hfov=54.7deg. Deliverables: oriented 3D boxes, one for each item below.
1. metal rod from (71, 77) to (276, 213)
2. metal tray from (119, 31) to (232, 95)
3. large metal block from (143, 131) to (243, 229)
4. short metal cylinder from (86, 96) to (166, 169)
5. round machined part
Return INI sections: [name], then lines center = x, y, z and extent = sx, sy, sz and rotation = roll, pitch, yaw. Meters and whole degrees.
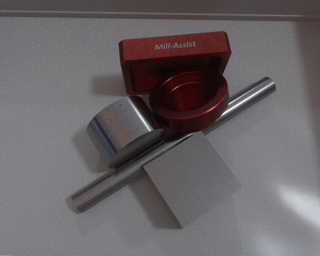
[metal rod]
center = 0.026, 0.016, 0.403
extent = 0.301, 0.025, 0.025
rotation = -31, 73, -11
[metal tray]
center = 0.017, -0.081, 0.402
extent = 0.131, 0.090, 0.030
rotation = -6, 71, -3
[large metal block]
center = 0.036, 0.063, 0.371
extent = 0.080, 0.050, 0.080
rotation = -31, 73, -11
[short metal cylinder]
center = -0.041, 0.006, 0.376
extent = 0.080, 0.080, 0.050
rotation = -32, 74, -11
[round machined part]
center = 0.039, -0.032, 0.396
extent = 0.098, 0.042, 0.098
rotation = -10, 44, 10
